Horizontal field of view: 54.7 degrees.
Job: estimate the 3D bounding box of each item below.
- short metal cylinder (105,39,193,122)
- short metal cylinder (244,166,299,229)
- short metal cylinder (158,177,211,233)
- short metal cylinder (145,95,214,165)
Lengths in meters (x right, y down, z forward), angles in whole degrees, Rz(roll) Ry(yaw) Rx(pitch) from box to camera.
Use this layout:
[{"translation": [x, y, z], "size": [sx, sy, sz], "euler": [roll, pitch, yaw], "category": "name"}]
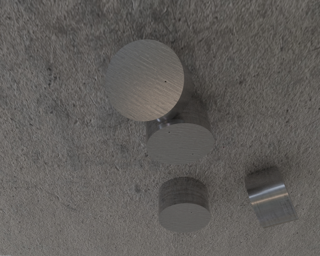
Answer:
[{"translation": [-0.009, -0.046, 0.324], "size": [0.080, 0.050, 0.080], "euler": [0, 90, 15], "category": "short metal cylinder"}, {"translation": [0.165, 0.102, 0.460], "size": [0.050, 0.080, 0.080], "euler": [-23, 127, 18], "category": "short metal cylinder"}, {"translation": [0.038, 0.124, 0.496], "size": [0.081, 0.050, 0.079], "euler": [0, 130, 0], "category": "short metal cylinder"}, {"translation": [0.022, 0.002, 0.385], "size": [0.081, 0.050, 0.080], "euler": [-3, 139, -3], "category": "short metal cylinder"}]
